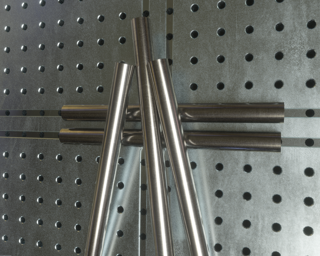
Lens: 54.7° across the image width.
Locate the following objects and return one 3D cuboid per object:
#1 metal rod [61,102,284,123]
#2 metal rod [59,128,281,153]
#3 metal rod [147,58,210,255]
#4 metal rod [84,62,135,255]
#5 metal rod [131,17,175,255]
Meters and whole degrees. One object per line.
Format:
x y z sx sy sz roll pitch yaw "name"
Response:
0.003 -0.020 0.411 0.301 0.025 0.025 1 90 19 "metal rod"
-0.001 0.014 0.412 0.301 0.025 0.025 1 90 19 "metal rod"
0.029 0.065 0.382 0.025 0.025 0.298 -11 93 19 "metal rod"
-0.072 0.063 0.417 0.025 0.025 0.298 15 102 19 "metal rod"
-0.009 0.012 0.389 0.025 0.025 0.298 -7 88 19 "metal rod"
